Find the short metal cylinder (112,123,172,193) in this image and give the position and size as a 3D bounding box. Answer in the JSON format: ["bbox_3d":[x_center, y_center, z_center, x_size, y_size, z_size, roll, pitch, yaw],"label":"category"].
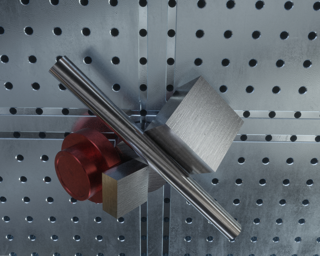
[{"bbox_3d":[-0.024,0.039,0.410,0.081,0.050,0.079,0,110,0],"label":"short metal cylinder"}]

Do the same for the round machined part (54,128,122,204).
[{"bbox_3d":[-0.095,0.052,0.391,0.098,0.042,0.097,18,120,34],"label":"round machined part"}]

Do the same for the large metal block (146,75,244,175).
[{"bbox_3d":[0.042,-0.002,0.373,0.080,0.050,0.080,44,61,-15],"label":"large metal block"}]

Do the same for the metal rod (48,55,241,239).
[{"bbox_3d":[-0.006,0.033,0.368,0.025,0.025,0.300,-42,105,14],"label":"metal rod"}]

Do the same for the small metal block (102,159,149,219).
[{"bbox_3d":[-0.040,0.070,0.366,0.025,0.050,0.050,19,116,36],"label":"small metal block"}]
